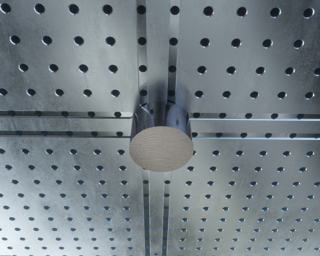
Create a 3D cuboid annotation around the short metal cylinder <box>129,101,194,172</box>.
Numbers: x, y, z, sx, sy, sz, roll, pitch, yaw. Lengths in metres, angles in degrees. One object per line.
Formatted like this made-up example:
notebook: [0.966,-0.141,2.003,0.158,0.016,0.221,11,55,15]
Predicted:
short metal cylinder: [0.002,0.012,0.405,0.080,0.050,0.080,0,130,0]
